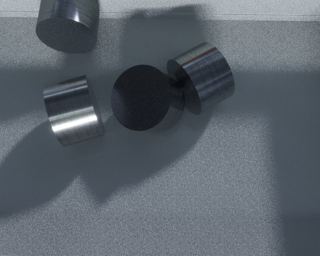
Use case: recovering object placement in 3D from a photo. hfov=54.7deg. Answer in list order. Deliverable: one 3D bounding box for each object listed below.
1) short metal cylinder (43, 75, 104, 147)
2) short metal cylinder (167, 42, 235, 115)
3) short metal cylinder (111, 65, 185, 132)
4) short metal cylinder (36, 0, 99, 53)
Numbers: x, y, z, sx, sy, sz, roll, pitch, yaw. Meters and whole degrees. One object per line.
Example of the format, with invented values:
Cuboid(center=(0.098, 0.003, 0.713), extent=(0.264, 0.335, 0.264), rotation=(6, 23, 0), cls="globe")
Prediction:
Cuboid(center=(-0.105, -0.022, 0.387), extent=(0.050, 0.080, 0.080), rotation=(-16, 71, -6), cls="short metal cylinder")
Cuboid(center=(0.052, -0.064, 0.404), extent=(0.050, 0.080, 0.080), rotation=(-30, 73, -11), cls="short metal cylinder")
Cuboid(center=(-0.014, -0.035, 0.392), extent=(0.080, 0.050, 0.080), rotation=(-2, 86, 23), cls="short metal cylinder")
Cuboid(center=(-0.127, -0.148, 0.434), extent=(0.080, 0.080, 0.050), rotation=(1, 70, 0), cls="short metal cylinder")
